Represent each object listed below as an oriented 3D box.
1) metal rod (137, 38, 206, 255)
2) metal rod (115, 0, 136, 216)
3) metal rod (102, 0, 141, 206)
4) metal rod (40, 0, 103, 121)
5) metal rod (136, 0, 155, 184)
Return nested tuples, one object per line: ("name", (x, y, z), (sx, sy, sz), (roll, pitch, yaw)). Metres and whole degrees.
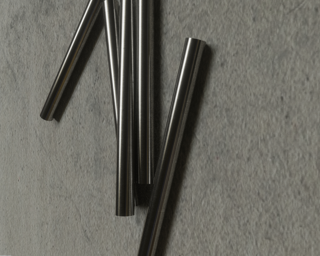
("metal rod", (0.011, 0.039, 0.393), (0.025, 0.025, 0.298), (20, 103, 38))
("metal rod", (-0.045, -0.034, 0.423), (0.025, 0.025, 0.298), (-5, 82, 39))
("metal rod", (-0.056, -0.039, 0.449), (0.025, 0.025, 0.298), (-11, 83, 39))
("metal rod", (-0.137, -0.136, 0.514), (0.025, 0.025, 0.298), (47, 118, 29))
("metal rod", (-0.019, -0.076, 0.418), (0.025, 0.025, 0.298), (0, 90, 39))
